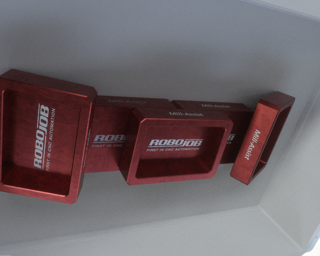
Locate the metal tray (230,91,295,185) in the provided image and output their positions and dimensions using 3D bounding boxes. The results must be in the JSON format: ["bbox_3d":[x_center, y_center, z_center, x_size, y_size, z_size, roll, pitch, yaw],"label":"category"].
[{"bbox_3d":[0.157,0.014,0.472,0.091,0.030,0.129,-21,132,-52],"label":"metal tray"}]

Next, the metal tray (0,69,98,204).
[{"bbox_3d":[-0.121,0.013,0.322,0.091,0.030,0.129,12,115,-6],"label":"metal tray"}]

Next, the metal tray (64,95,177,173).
[{"bbox_3d":[-0.048,0.008,0.383,0.131,0.030,0.089,0,118,-28],"label":"metal tray"}]

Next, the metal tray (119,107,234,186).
[{"bbox_3d":[0.021,0.023,0.390,0.131,0.030,0.089,1,118,-29],"label":"metal tray"}]

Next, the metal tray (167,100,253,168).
[{"bbox_3d":[0.067,0.009,0.446,0.131,0.030,0.089,0,118,-28],"label":"metal tray"}]
